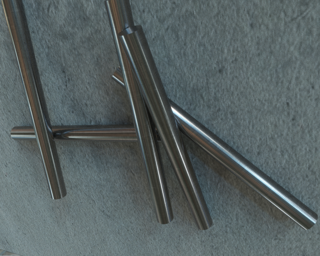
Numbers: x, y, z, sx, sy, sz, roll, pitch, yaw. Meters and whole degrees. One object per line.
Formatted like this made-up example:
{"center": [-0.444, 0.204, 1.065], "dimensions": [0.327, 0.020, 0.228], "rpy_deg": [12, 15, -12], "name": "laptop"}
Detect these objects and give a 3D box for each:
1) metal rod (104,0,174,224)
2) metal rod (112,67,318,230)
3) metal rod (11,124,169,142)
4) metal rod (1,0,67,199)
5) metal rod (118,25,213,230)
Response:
{"center": [-0.018, -0.001, 0.380], "dimensions": [0.025, 0.025, 0.298], "rpy_deg": [3, 120, 26], "name": "metal rod"}
{"center": [0.066, 0.022, 0.384], "dimensions": [0.300, 0.025, 0.025], "rpy_deg": [38, 129, 2], "name": "metal rod"}
{"center": [-0.117, 0.008, 0.470], "dimensions": [0.300, 0.025, 0.025], "rpy_deg": [-1, 118, 28], "name": "metal rod"}
{"center": [-0.180, -0.028, 0.456], "dimensions": [0.025, 0.025, 0.298], "rpy_deg": [5, 113, 25], "name": "metal rod"}
{"center": [0.018, 0.023, 0.381], "dimensions": [0.025, 0.025, 0.299], "rpy_deg": [-2, 126, 29], "name": "metal rod"}
